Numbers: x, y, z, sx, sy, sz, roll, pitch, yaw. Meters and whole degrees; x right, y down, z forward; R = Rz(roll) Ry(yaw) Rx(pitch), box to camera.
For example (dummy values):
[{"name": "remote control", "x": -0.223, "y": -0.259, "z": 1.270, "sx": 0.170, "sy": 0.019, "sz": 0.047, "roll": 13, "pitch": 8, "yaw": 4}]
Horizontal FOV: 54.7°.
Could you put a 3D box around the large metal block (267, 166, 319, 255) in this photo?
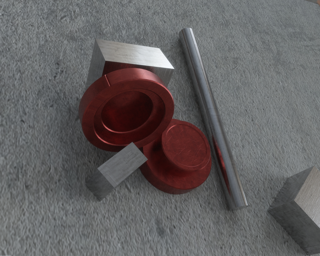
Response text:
[{"name": "large metal block", "x": 0.211, "y": 0.114, "z": 0.432, "sx": 0.080, "sy": 0.050, "sz": 0.080, "roll": 48, "pitch": 51, "yaw": 5}]

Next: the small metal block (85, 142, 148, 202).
[{"name": "small metal block", "x": -0.047, "y": 0.048, "z": 0.333, "sx": 0.025, "sy": 0.050, "sz": 0.050, "roll": 48, "pitch": 51, "yaw": 5}]

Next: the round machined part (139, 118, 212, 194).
[{"name": "round machined part", "x": 0.023, "y": 0.030, "z": 0.387, "sx": 0.099, "sy": 0.042, "sz": 0.098, "roll": 14, "pitch": 56, "yaw": -21}]

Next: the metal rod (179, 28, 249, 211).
[{"name": "metal rod", "x": 0.073, "y": -0.029, "z": 0.460, "sx": 0.025, "sy": 0.025, "sz": 0.299, "roll": 2, "pitch": 61, "yaw": -27}]

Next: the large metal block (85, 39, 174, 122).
[{"name": "large metal block", "x": -0.040, "y": -0.053, "z": 0.371, "sx": 0.081, "sy": 0.079, "sz": 0.050, "roll": 1, "pitch": 40, "yaw": -28}]

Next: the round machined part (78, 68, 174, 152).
[{"name": "round machined part", "x": -0.038, "y": -0.023, "z": 0.333, "sx": 0.099, "sy": 0.097, "sz": 0.042, "roll": 1, "pitch": 41, "yaw": -28}]
